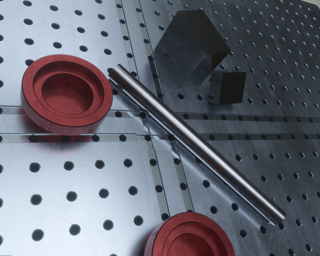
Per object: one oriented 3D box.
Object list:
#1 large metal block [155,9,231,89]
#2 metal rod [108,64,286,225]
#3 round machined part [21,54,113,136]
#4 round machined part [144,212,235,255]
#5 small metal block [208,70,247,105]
[{"bbox_3d":[0.047,-0.119,0.471,0.050,0.080,0.080,-18,72,-35],"label":"large metal block"},{"bbox_3d":[0.049,0.022,0.420,0.300,0.025,0.025,42,51,0],"label":"metal rod"},{"bbox_3d":[-0.108,-0.034,0.360,0.099,0.042,0.098,14,56,-21],"label":"round machined part"},{"bbox_3d":[0.028,0.142,0.326,0.099,0.042,0.098,14,56,-21],"label":"round machined part"},{"bbox_3d":[0.106,-0.065,0.486,0.050,0.050,0.025,-8,21,-32],"label":"small metal block"}]
